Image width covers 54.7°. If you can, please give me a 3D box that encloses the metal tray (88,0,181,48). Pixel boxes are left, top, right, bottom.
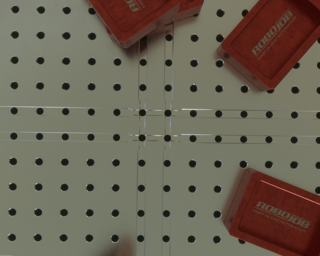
[{"bbox_3d":[-0.047,-0.177,0.379,0.090,0.030,0.130,-36,90,-1],"label":"metal tray"}]

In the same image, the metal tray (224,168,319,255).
[{"bbox_3d":[0.164,0.119,0.413,0.131,0.030,0.090,22,90,-1],"label":"metal tray"}]

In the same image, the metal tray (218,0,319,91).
[{"bbox_3d":[0.153,-0.125,0.412,0.090,0.030,0.130,41,90,-1],"label":"metal tray"}]

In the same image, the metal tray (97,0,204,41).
[{"bbox_3d":[-0.018,-0.180,0.410,0.131,0.030,0.090,-19,90,-1],"label":"metal tray"}]
